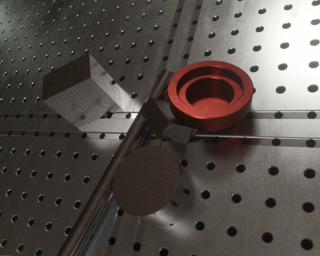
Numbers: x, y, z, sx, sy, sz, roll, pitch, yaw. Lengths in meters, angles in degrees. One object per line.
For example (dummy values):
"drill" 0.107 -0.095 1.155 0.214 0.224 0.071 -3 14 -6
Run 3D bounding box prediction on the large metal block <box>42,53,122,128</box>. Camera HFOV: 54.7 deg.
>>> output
"large metal block" -0.115 -0.053 0.464 0.080 0.080 0.050 -23 54 14

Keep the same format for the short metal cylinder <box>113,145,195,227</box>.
"short metal cylinder" -0.006 0.067 0.353 0.080 0.050 0.080 -13 57 20

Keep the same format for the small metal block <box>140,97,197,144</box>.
"small metal block" 0.011 -0.009 0.387 0.025 0.050 0.050 -54 47 23

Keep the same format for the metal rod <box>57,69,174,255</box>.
"metal rod" -0.054 0.050 0.404 0.025 0.025 0.300 17 70 34

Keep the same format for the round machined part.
"round machined part" 0.060 -0.034 0.374 0.099 0.042 0.098 -4 50 5
